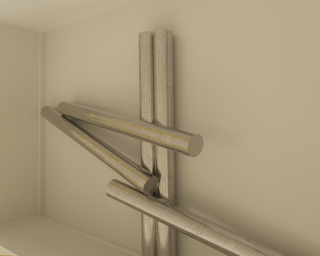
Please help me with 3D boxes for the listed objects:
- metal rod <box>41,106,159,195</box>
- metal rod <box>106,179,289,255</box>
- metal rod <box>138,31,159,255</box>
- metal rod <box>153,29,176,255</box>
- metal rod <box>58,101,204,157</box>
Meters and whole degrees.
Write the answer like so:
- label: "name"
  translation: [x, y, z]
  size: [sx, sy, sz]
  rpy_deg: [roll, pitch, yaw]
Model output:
- label: "metal rod"
  translation: [-0.110, 0.020, 0.477]
  size: [0.300, 0.025, 0.025]
  rpy_deg: [27, 107, 42]
- label: "metal rod"
  translation: [0.058, 0.116, 0.333]
  size: [0.300, 0.025, 0.025]
  rpy_deg: [16, 100, 33]
- label: "metal rod"
  translation: [-0.014, 0.023, 0.412]
  size: [0.025, 0.025, 0.298]
  rpy_deg: [-2, 89, 39]
- label: "metal rod"
  translation: [0.006, 0.026, 0.396]
  size: [0.025, 0.025, 0.298]
  rpy_deg: [-1, 89, 39]
- label: "metal rod"
  translation: [-0.064, -0.008, 0.430]
  size: [0.300, 0.025, 0.025]
  rpy_deg: [15, 99, 46]
